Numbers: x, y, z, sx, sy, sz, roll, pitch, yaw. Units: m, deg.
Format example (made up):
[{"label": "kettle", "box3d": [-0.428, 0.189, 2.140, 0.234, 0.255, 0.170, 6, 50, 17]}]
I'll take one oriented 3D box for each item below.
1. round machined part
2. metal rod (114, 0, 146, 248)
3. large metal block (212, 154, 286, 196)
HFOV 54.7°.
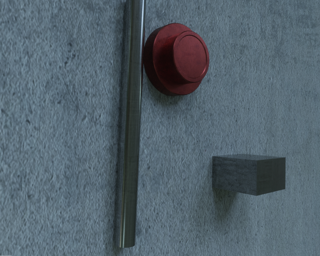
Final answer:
[{"label": "round machined part", "box3d": [0.029, -0.093, 0.420, 0.099, 0.042, 0.097, 0, 90, -40]}, {"label": "metal rod", "box3d": [-0.036, -0.010, 0.376, 0.025, 0.025, 0.298, 4, 88, -40]}, {"label": "large metal block", "box3d": [0.140, 0.070, 0.490, 0.081, 0.080, 0.050, 1, 90, -40]}]
